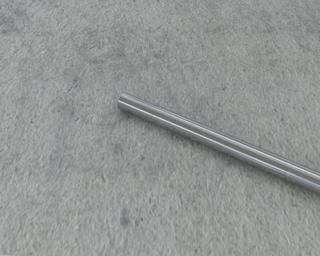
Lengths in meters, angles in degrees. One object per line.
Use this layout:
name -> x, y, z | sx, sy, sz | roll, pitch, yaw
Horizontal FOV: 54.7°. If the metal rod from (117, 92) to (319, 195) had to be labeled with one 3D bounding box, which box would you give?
metal rod -> 0.079, 0.019, 0.388 | 0.301, 0.025, 0.025 | 23, 54, 18
